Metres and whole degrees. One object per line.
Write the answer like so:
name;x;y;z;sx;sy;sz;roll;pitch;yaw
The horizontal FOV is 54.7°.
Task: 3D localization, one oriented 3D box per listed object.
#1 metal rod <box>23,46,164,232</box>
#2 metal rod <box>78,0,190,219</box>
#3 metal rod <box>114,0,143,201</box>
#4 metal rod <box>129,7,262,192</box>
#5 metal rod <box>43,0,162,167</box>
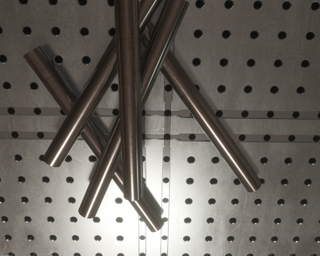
metal rod;-0.080;0.027;0.422;0.025;0.025;0.299;-29;108;10
metal rod;-0.040;-0.012;0.380;0.025;0.025;0.298;22;108;-9
metal rod;-0.033;-0.055;0.337;0.025;0.025;0.298;0;110;0
metal rod;0.048;-0.030;0.403;0.025;0.025;0.300;-34;107;11
metal rod;-0.056;-0.075;0.357;0.025;0.025;0.299;32;107;-11
